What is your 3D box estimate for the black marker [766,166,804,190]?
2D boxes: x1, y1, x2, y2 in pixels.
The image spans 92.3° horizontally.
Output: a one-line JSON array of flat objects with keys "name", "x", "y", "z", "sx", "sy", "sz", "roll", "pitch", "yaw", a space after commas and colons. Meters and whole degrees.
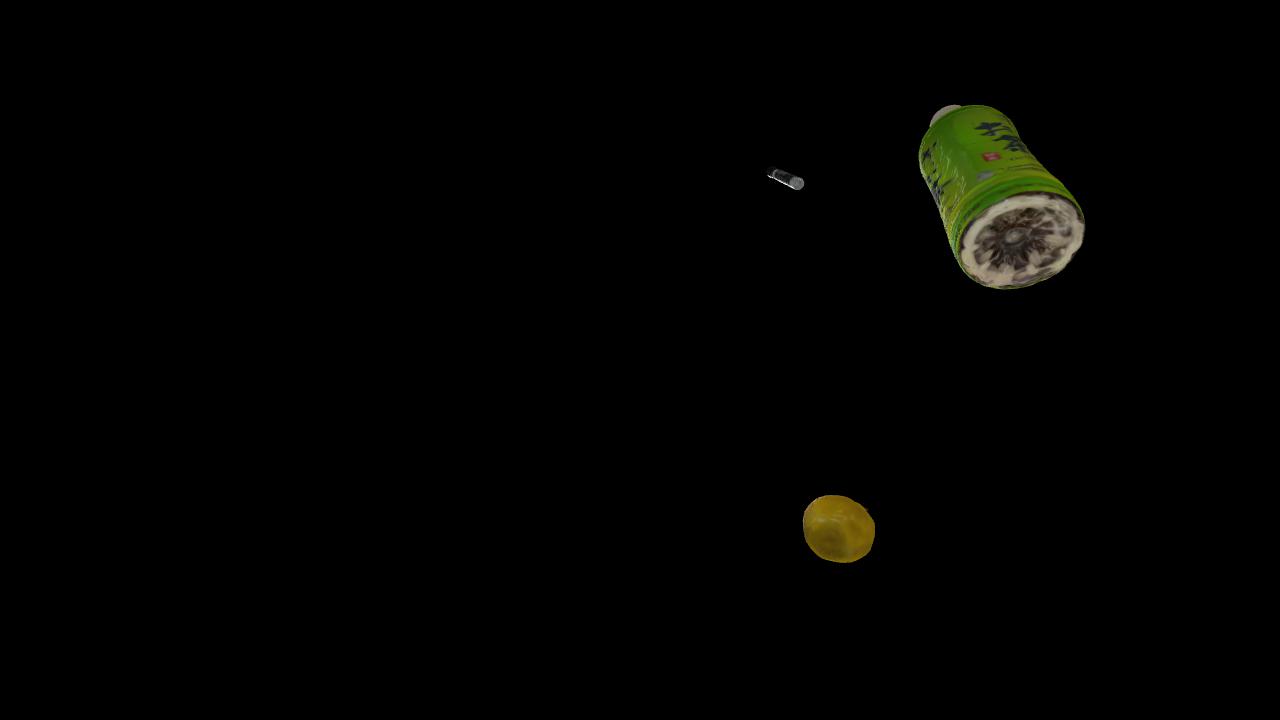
[{"name": "black marker", "x": 0.234, "y": -0.297, "z": 1.001, "sx": 0.020, "sy": 0.020, "sz": 0.121, "roll": 0, "pitch": 26, "yaw": -11}]

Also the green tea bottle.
[{"name": "green tea bottle", "x": 0.243, "y": -0.133, "z": 0.442, "sx": 0.073, "sy": 0.073, "sz": 0.212, "roll": 0, "pitch": 38, "yaw": 13}]

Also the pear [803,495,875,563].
[{"name": "pear", "x": 0.237, "y": 0.187, "z": 0.721, "sx": 0.080, "sy": 0.080, "sz": 0.111, "roll": 0, "pitch": 11, "yaw": 29}]
